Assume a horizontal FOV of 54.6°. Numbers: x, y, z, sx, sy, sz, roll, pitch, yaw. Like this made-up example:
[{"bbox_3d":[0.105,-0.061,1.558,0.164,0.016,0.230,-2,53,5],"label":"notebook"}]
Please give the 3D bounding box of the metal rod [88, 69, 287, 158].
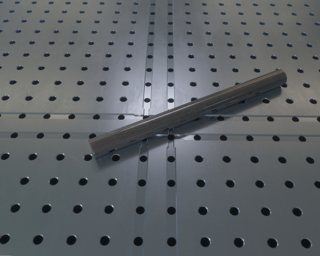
[{"bbox_3d":[0.050,-0.026,0.429,0.302,0.025,0.025,-21,53,-17],"label":"metal rod"}]
